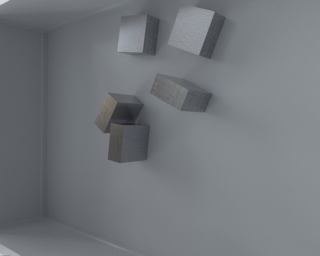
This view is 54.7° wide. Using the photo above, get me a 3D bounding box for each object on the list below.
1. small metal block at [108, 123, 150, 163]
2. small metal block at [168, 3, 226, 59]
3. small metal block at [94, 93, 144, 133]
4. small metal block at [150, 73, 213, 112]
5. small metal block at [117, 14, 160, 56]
[{"bbox_3d":[-0.042,0.019,0.425,0.025,0.050,0.050,10,96,40],"label":"small metal block"},{"bbox_3d":[0.043,-0.116,0.371,0.050,0.025,0.050,31,109,36],"label":"small metal block"},{"bbox_3d":[-0.058,-0.020,0.438,0.025,0.050,0.050,42,116,32],"label":"small metal block"},{"bbox_3d":[0.025,-0.041,0.370,0.050,0.050,0.025,34,111,35],"label":"small metal block"},{"bbox_3d":[-0.031,-0.129,0.432,0.050,0.025,0.050,13,98,39],"label":"small metal block"}]
